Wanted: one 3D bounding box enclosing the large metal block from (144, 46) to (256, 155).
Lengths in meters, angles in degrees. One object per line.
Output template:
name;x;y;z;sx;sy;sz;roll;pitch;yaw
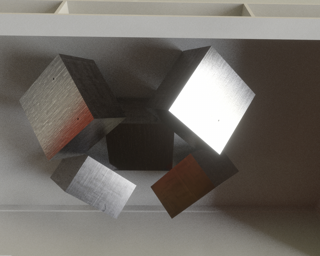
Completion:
large metal block;0.045;-0.030;0.338;0.080;0.050;0.080;39;76;-28

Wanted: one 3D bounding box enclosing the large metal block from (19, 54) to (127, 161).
large metal block;-0.097;-0.021;0.341;0.080;0.080;0.050;-38;164;27

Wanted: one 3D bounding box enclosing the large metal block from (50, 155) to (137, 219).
large metal block;-0.093;0.074;0.425;0.080;0.050;0.080;38;165;-28

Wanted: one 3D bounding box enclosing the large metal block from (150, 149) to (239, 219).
large metal block;0.048;0.069;0.421;0.080;0.050;0.081;-44;163;30

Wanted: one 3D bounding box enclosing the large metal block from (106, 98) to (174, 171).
large metal block;-0.024;0.009;0.397;0.081;0.050;0.079;0;130;-1
